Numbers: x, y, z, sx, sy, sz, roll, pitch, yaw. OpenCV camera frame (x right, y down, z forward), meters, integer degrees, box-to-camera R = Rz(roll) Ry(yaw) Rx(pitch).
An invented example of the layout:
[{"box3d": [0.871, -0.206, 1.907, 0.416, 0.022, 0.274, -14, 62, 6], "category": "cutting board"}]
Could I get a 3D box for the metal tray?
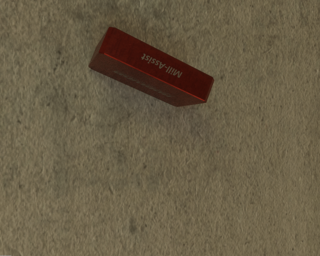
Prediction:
[{"box3d": [-0.013, -0.066, 0.370, 0.131, 0.090, 0.030, 23, 83, -19], "category": "metal tray"}]
